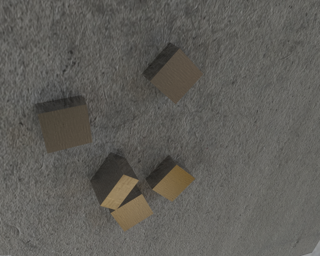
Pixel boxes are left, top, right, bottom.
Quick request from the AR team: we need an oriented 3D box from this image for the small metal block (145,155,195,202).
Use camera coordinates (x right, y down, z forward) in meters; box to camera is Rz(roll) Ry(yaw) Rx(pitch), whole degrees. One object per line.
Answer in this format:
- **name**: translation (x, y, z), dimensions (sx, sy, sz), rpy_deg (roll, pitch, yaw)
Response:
- **small metal block**: translation (0.016, 0.076, 0.462), dimensions (0.050, 0.025, 0.050), rpy_deg (-46, 129, 4)

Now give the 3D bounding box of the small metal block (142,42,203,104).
- **small metal block**: translation (0.016, -0.065, 0.375), dimensions (0.050, 0.025, 0.050), rpy_deg (-48, 129, 5)

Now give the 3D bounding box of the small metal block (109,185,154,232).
- **small metal block**: translation (-0.044, 0.117, 0.455), dimensions (0.050, 0.025, 0.050), rpy_deg (-30, 129, -9)

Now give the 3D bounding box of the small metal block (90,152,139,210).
- **small metal block**: translation (-0.060, 0.068, 0.400), dimensions (0.025, 0.050, 0.050), rpy_deg (29, 102, -38)

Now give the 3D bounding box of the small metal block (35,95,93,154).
- **small metal block**: translation (-0.106, -0.005, 0.346), dimensions (0.050, 0.025, 0.050), rpy_deg (-14, 124, -21)
